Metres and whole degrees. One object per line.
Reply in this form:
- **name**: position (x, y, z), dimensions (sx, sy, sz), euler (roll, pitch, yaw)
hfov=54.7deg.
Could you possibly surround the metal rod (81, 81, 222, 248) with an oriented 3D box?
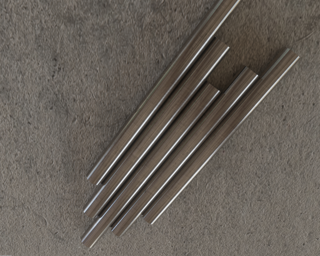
- **metal rod**: position (-0.021, 0.060, 0.433), dimensions (0.025, 0.025, 0.299), euler (35, 106, -12)

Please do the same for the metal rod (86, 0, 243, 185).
- **metal rod**: position (-0.004, -0.041, 0.396), dimensions (0.025, 0.025, 0.299), euler (35, 106, -12)

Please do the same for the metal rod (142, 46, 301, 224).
- **metal rod**: position (0.072, 0.021, 0.419), dimensions (0.025, 0.025, 0.299), euler (35, 106, -12)

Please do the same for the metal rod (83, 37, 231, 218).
- **metal rod**: position (-0.013, 0.010, 0.415), dimensions (0.025, 0.025, 0.299), euler (35, 106, -12)

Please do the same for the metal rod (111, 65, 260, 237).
- **metal rod**: position (0.025, 0.041, 0.426), dimensions (0.025, 0.025, 0.299), euler (35, 106, -12)
